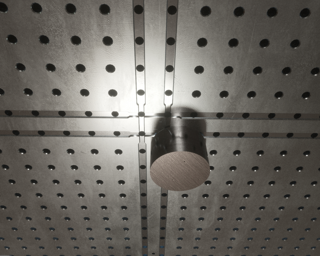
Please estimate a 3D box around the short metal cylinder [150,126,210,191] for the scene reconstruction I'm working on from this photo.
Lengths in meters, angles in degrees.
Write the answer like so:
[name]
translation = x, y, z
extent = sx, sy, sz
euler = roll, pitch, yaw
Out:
[short metal cylinder]
translation = 0.027, 0.043, 0.433
extent = 0.081, 0.050, 0.079
euler = -1, 130, 0
